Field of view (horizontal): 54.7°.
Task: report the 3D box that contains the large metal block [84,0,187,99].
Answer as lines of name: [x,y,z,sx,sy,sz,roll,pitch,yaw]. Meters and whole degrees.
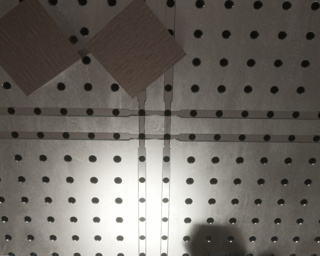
large metal block: [-0.027,-0.095,0.365,0.080,0.050,0.080,-38,106,12]

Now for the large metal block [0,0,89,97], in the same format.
large metal block: [-0.143,-0.097,0.362,0.080,0.050,0.080,-32,107,11]
